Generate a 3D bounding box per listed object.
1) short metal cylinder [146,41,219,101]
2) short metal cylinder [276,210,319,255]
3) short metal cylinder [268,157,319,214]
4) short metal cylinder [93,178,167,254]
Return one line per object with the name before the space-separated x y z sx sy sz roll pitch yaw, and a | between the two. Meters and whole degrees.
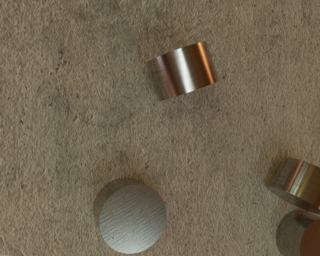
short metal cylinder | 0.028 -0.070 0.390 0.081 0.080 0.050 -22 98 -19
short metal cylinder | 0.230 0.173 0.480 0.081 0.050 0.080 0 90 -20
short metal cylinder | 0.209 0.085 0.457 0.080 0.080 0.050 33 79 -17
short metal cylinder | -0.038 0.105 0.382 0.081 0.050 0.080 0 90 -20
